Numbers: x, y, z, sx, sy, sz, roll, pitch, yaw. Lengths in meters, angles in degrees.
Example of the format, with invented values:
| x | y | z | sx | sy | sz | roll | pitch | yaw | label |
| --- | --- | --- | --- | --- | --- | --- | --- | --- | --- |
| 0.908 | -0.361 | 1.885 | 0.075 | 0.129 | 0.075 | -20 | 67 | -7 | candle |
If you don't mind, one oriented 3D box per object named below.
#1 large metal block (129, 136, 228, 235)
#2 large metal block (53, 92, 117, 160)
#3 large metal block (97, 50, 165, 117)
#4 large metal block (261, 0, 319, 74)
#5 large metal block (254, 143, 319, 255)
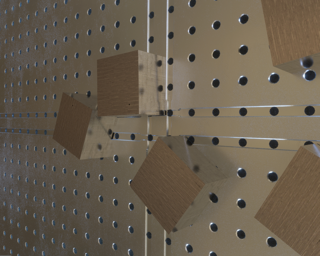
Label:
| x | y | z | sx | sy | sz | roll | pitch | yaw | label |
| --- | --- | --- | --- | --- | --- | --- | --- | --- | --- |
| 0.020 | 0.066 | 0.377 | 0.080 | 0.050 | 0.080 | 45 | 117 | 31 | large metal block |
| -0.120 | -0.005 | 0.494 | 0.080 | 0.050 | 0.080 | 28 | 108 | 36 | large metal block |
| -0.041 | -0.057 | 0.428 | 0.080 | 0.050 | 0.080 | -1 | 89 | 40 | large metal block |
| 0.142 | -0.101 | 0.276 | 0.080 | 0.050 | 0.080 | -13 | 82 | 39 | large metal block |
| 0.146 | 0.070 | 0.273 | 0.080 | 0.050 | 0.080 | 38 | 113 | 33 | large metal block |
